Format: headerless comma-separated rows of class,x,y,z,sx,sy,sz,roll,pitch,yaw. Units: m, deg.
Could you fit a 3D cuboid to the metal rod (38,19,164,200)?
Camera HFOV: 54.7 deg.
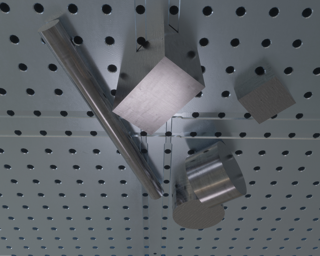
metal rod,-0.060,0.000,0.410,0.025,0.025,0.299,-17,129,14

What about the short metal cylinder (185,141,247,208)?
short metal cylinder,0.078,0.065,0.432,0.050,0.080,0.080,-29,125,22

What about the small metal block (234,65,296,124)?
small metal block,0.128,-0.040,0.379,0.050,0.025,0.050,-34,123,25

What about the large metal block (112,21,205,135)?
large metal block,-0.003,-0.053,0.330,0.050,0.080,0.080,33,123,-25

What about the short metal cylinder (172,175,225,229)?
short metal cylinder,0.060,0.118,0.497,0.081,0.050,0.079,0,130,0
